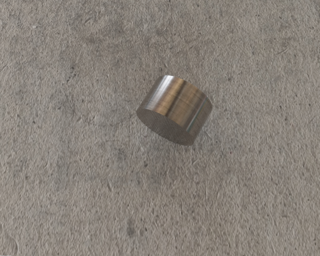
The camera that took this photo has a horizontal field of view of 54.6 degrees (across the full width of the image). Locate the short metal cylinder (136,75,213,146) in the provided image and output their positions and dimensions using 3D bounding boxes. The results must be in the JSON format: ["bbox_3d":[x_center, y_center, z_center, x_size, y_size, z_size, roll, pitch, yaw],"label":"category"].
[{"bbox_3d":[0.018,-0.020,0.387,0.080,0.080,0.050,28,73,10],"label":"short metal cylinder"}]
